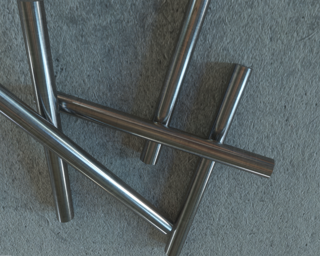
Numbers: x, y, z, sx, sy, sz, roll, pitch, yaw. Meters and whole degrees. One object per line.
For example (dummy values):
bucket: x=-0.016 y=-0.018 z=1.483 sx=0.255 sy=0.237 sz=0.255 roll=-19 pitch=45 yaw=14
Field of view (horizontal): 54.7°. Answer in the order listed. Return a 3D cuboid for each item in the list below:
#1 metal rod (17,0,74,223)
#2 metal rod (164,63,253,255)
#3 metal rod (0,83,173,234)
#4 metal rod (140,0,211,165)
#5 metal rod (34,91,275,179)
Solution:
metal rod: x=-0.134 y=0.001 z=0.383 sx=0.025 sy=0.025 sz=0.298 roll=2 pitch=120 yaw=-1
metal rod: x=0.061 y=0.058 z=0.431 sx=0.025 sy=0.025 sz=0.298 roll=15 pitch=109 yaw=-6
metal rod: x=-0.083 y=0.055 z=0.393 sx=0.025 sy=0.025 sz=0.300 roll=-38 pitch=120 yaw=13
metal rod: x=0.027 y=-0.090 z=0.376 sx=0.025 sy=0.025 sz=0.298 roll=16 pitch=109 yaw=-6
metal rod: x=-0.010 y=0.004 z=0.384 sx=0.301 sy=0.025 sz=0.025 roll=18 pitch=109 yaw=4
